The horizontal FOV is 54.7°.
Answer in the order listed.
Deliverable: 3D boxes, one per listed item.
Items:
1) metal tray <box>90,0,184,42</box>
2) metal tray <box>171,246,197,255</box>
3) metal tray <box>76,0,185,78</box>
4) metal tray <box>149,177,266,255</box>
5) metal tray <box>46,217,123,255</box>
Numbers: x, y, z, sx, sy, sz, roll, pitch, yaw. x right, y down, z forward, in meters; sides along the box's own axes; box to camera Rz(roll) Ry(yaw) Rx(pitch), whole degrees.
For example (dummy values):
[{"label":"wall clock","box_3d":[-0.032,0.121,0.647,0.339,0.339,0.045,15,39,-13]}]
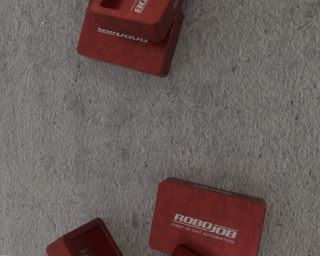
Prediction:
[{"label":"metal tray","box_3d":[-0.015,-0.173,0.382,0.090,0.030,0.130,19,70,19]},{"label":"metal tray","box_3d":[0.034,0.220,0.376,0.090,0.030,0.129,26,112,14]},{"label":"metal tray","box_3d":[-0.042,-0.128,0.421,0.130,0.030,0.089,18,96,19]},{"label":"metal tray","box_3d":[0.058,0.120,0.386,0.130,0.030,0.089,10,94,19]},{"label":"metal tray","box_3d":[-0.079,0.190,0.402,0.030,0.090,0.130,-37,78,16]}]
